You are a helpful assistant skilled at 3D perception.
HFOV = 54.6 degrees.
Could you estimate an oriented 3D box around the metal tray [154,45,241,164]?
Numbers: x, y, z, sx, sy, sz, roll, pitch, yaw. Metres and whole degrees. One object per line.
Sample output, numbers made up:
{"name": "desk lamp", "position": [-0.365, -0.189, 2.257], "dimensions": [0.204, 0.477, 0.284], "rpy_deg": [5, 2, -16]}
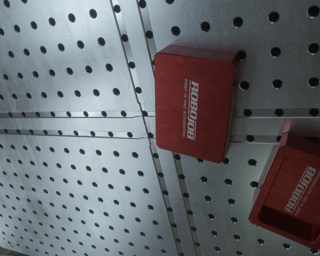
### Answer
{"name": "metal tray", "position": [0.041, -0.027, 0.370], "dimensions": [0.090, 0.030, 0.129], "rpy_deg": [13, 124, 21]}

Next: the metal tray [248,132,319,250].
{"name": "metal tray", "position": [0.168, 0.077, 0.367], "dimensions": [0.090, 0.030, 0.129], "rpy_deg": [20, 126, 16]}
